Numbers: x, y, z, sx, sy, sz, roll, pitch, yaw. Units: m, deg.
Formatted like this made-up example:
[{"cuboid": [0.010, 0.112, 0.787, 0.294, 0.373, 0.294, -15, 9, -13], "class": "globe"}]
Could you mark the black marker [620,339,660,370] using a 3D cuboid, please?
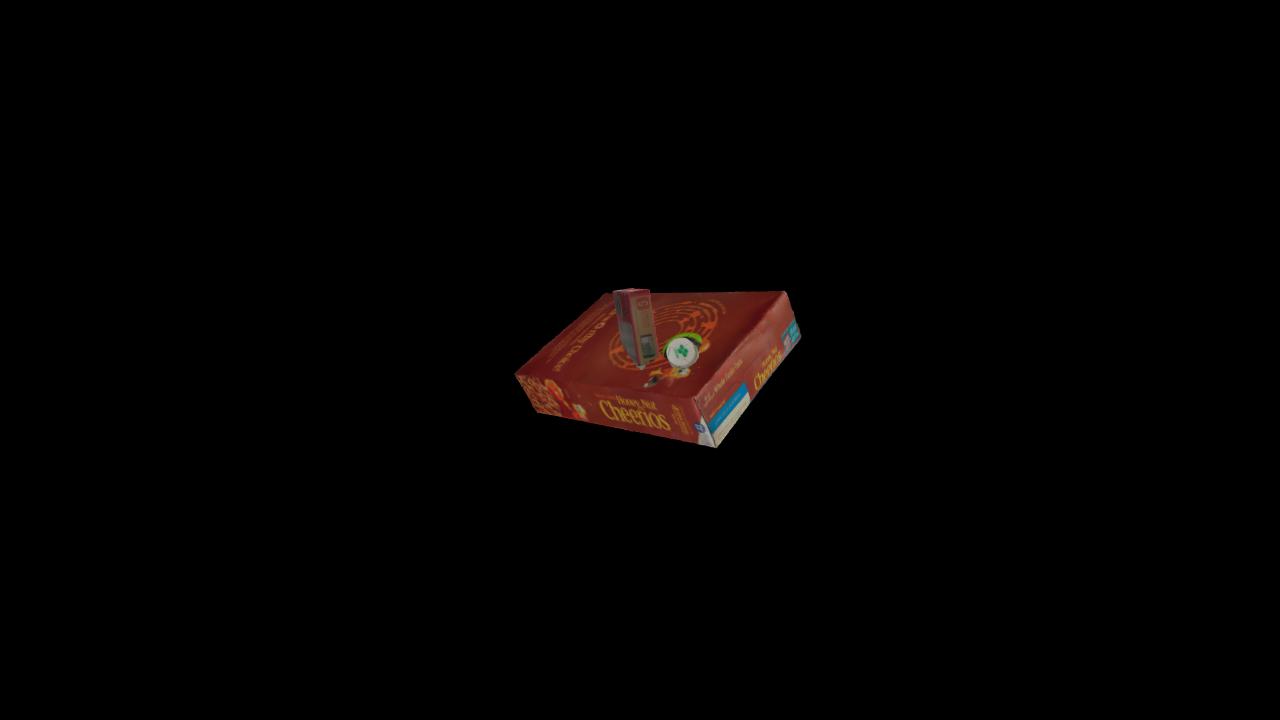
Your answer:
[{"cuboid": [0.052, -0.006, 0.702, 0.121, 0.020, 0.020, -22, 8, -21], "class": "black marker"}]

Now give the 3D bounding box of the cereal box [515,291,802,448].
[{"cuboid": [0.015, -0.003, 0.764, 0.306, 0.081, 0.203, 5, 40, 42], "class": "cereal box"}]

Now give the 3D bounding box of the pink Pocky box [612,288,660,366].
[{"cuboid": [0.000, -0.006, 0.717, 0.029, 0.155, 0.084, -11, 9, -12], "class": "pink Pocky box"}]

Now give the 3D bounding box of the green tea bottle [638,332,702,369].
[{"cuboid": [0.062, 0.009, 0.732, 0.073, 0.073, 0.212, 0, -10, 14], "class": "green tea bottle"}]
